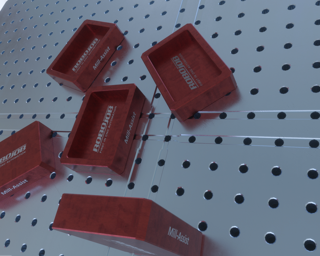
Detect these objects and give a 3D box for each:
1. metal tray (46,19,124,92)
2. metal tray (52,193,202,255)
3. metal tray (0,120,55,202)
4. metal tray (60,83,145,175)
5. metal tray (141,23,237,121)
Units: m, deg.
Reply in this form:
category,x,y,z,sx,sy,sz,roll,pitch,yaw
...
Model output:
category,x,y,z,sx,sy,sz,roll,pitch,yaw
metal tray,-0.135,-0.134,0.559,0.090,0.030,0.130,22,73,36
metal tray,-0.023,0.098,0.294,0.090,0.130,0.030,-3,61,27
metal tray,-0.233,0.056,0.495,0.130,0.030,0.090,-29,52,10
metal tray,-0.081,-0.001,0.449,0.090,0.030,0.130,0,62,28
metal tray,0.036,-0.082,0.437,0.090,0.030,0.130,-32,51,7
